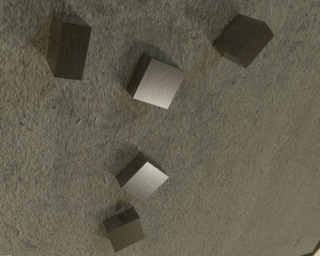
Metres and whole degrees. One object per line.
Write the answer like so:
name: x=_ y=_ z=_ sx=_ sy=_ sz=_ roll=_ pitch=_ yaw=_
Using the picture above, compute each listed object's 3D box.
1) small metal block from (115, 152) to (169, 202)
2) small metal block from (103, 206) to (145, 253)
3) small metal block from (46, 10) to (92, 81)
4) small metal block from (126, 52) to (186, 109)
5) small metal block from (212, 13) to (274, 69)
small metal block: x=-0.025 y=0.069 z=0.436 sx=0.050 sy=0.025 sz=0.050 roll=-46 pitch=129 yaw=4
small metal block: x=-0.054 y=0.155 z=0.473 sx=0.050 sy=0.025 sz=0.050 roll=-21 pitch=127 yaw=-16
small metal block: x=-0.088 y=-0.079 z=0.294 sx=0.025 sy=0.050 sz=0.050 roll=3 pitch=117 yaw=-30
small metal block: x=-0.005 y=-0.056 z=0.369 sx=0.050 sy=0.025 sz=0.050 roll=15 pitch=110 yaw=-35
small metal block: x=0.100 y=-0.107 z=0.379 sx=0.025 sy=0.050 sz=0.050 roll=34 pitch=99 yaw=-39
